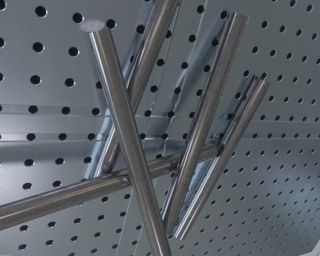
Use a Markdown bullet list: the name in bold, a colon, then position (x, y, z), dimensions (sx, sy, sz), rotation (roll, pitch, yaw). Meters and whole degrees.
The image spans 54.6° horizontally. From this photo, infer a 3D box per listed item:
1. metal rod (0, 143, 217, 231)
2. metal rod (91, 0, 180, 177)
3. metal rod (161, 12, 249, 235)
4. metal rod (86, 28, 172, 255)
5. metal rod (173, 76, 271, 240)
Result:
- **metal rod**: position (-0.046, 0.065, 0.395), dimensions (0.302, 0.025, 0.025), rotation (-13, 125, -32)
- **metal rod**: position (-0.029, -0.050, 0.363), dimensions (0.025, 0.025, 0.298), rotation (10, 113, -33)
- **metal rod**: position (0.051, 0.003, 0.406), dimensions (0.025, 0.025, 0.298), rotation (11, 103, -33)
- **metal rod**: position (-0.030, 0.037, 0.368), dimensions (0.025, 0.025, 0.298), rotation (-20, 111, -17)
- **metal rod**: position (0.092, 0.059, 0.496), dimensions (0.025, 0.025, 0.298), rotation (11, 113, -33)
